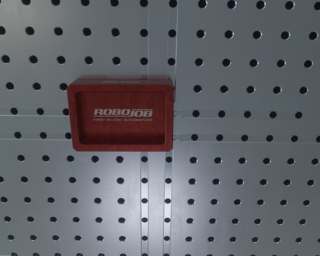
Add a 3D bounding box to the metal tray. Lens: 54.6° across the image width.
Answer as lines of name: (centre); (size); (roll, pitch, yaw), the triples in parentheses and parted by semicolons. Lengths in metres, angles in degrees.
metal tray: (-0.048, -0.016, 0.404); (0.131, 0.030, 0.089); (0, 110, 0)
